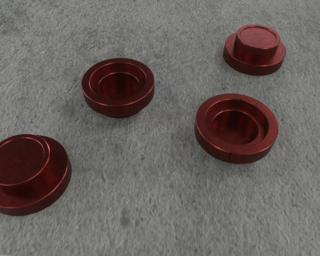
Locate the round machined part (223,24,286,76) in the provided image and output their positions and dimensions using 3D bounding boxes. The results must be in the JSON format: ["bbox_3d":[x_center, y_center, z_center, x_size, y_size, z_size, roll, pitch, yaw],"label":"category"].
[{"bbox_3d":[0.156,-0.133,0.506,0.099,0.042,0.098,0,50,0],"label":"round machined part"}]

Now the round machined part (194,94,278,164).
[{"bbox_3d":[0.092,0.005,0.389,0.099,0.042,0.098,0,50,0],"label":"round machined part"}]

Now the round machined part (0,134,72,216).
[{"bbox_3d":[-0.155,0.045,0.352,0.099,0.042,0.098,0,50,0],"label":"round machined part"}]

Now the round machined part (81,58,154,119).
[{"bbox_3d":[-0.057,-0.052,0.435,0.099,0.042,0.098,0,50,0],"label":"round machined part"}]
